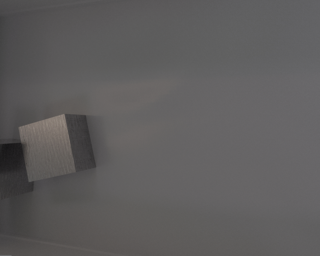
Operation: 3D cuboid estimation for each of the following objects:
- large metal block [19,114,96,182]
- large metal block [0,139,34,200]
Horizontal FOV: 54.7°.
[{"bbox_3d":[-0.148,0.029,0.449,0.080,0.050,0.080,-14,85,19],"label":"large metal block"},{"bbox_3d":[-0.237,0.059,0.465,0.050,0.080,0.079,5,92,20],"label":"large metal block"}]
